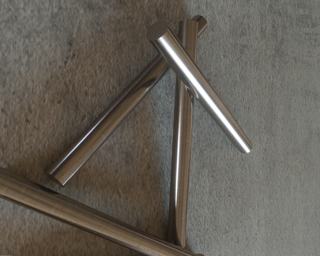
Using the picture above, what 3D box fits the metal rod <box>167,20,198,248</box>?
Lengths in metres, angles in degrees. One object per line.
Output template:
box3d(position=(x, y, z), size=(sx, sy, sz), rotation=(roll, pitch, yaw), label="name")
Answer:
box3d(position=(0.030, 0.012, 0.412), size=(0.025, 0.025, 0.298), rotation=(-2, 97, -40), label="metal rod")

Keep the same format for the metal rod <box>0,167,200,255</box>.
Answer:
box3d(position=(-0.043, 0.121, 0.353), size=(0.301, 0.025, 0.025), rotation=(35, 69, -29), label="metal rod")

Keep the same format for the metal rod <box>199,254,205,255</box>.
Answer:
box3d(position=(-0.053, 0.171, 0.362), size=(0.302, 0.025, 0.025), rotation=(14, 81, -39), label="metal rod")

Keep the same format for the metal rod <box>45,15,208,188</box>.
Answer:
box3d(position=(-0.024, -0.051, 0.385), size=(0.301, 0.025, 0.025), rotation=(-51, 121, -28), label="metal rod")

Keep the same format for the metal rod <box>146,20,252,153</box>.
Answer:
box3d(position=(0.072, -0.032, 0.419), size=(0.300, 0.025, 0.025), rotation=(41, 64, -49), label="metal rod")
